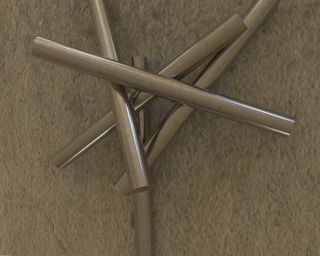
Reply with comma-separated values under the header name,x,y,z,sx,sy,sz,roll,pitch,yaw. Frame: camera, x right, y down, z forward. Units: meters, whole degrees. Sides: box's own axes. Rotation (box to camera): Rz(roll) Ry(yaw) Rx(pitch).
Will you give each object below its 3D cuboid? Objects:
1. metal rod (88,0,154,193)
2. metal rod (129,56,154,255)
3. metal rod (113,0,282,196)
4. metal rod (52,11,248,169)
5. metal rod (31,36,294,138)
name,x,y,z,sx,sy,sz,roll,pitch,yaw
metal rod,-0.056,-0.068,0.384,0.025,0.025,0.299,-24,66,18
metal rod,-0.024,0.055,0.416,0.025,0.025,0.298,-2,89,19
metal rod,0.042,-0.039,0.378,0.025,0.025,0.299,39,96,15
metal rod,-0.026,-0.036,0.389,0.300,0.025,0.025,-36,79,18
metal rod,0.002,-0.047,0.353,0.302,0.025,0.025,18,96,1
